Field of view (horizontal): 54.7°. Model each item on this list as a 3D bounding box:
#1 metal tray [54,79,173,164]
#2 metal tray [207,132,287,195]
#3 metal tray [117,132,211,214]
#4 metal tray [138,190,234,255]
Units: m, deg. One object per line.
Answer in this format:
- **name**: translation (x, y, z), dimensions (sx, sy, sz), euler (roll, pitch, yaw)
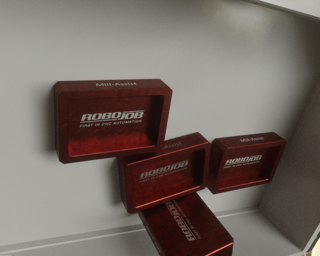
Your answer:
- **metal tray**: translation (-0.055, -0.010, 0.368), dimensions (0.131, 0.030, 0.089), euler (-6, 121, -26)
- **metal tray**: translation (0.141, 0.057, 0.517), dimensions (0.131, 0.030, 0.089), euler (-5, 121, -26)
- **metal tray**: translation (0.008, 0.064, 0.448), dimensions (0.131, 0.030, 0.089), euler (-14, 124, -21)
- **metal tray**: translation (0.032, 0.141, 0.445), dimensions (0.091, 0.130, 0.030), euler (-18, 126, -18)
